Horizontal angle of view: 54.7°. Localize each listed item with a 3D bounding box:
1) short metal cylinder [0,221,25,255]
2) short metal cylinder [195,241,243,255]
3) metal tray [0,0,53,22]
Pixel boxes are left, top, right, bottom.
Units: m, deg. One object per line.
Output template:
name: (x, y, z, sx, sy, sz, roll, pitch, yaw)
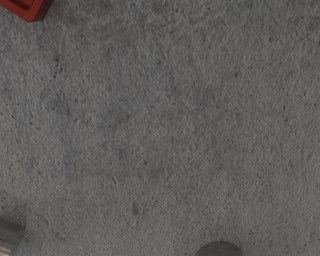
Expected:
short metal cylinder: (-0.238, 0.175, 0.443, 0.050, 0.080, 0.080, 25, 108, -9)
short metal cylinder: (0.095, 0.225, 0.480, 0.081, 0.050, 0.079, 0, 110, 0)
metal tray: (-0.173, -0.189, 0.335, 0.130, 0.030, 0.090, 31, 107, -11)
